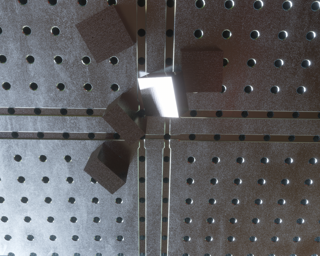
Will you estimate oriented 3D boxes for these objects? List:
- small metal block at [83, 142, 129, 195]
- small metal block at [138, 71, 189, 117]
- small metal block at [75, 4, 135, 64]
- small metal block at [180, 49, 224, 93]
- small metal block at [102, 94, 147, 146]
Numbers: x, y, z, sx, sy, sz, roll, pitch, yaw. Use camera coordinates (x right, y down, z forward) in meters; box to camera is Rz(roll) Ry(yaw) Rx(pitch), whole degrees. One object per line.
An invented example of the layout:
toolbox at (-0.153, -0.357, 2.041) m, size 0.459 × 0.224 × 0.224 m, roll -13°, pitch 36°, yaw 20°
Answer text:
small metal block at (-0.071, 0.054, 0.419) m, size 0.025 × 0.050 × 0.050 m, roll -42°, pitch 105°, yaw 14°
small metal block at (0.004, -0.042, 0.385) m, size 0.050 × 0.025 × 0.050 m, roll 4°, pitch 115°, yaw 36°
small metal block at (-0.064, -0.112, 0.371) m, size 0.050 × 0.025 × 0.050 m, roll -26°, pitch 109°, yaw 8°
small metal block at (0.051, -0.072, 0.388) m, size 0.050 × 0.025 × 0.050 m, roll -1°, pitch 110°, yaw 0°
small metal block at (-0.043, -0.012, 0.395) m, size 0.025 × 0.050 × 0.050 m, roll -39°, pitch 106°, yaw 13°
